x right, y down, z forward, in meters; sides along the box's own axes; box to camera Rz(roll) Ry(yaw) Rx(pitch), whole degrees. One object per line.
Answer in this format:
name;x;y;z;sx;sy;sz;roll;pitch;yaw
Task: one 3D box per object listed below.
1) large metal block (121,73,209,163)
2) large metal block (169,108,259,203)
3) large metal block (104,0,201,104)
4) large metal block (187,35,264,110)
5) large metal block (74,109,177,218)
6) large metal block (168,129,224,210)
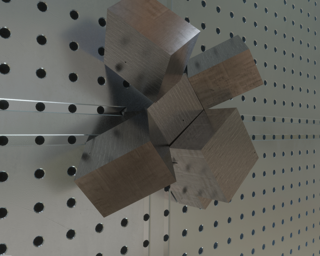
large metal block;0.011;-0.013;0.401;0.080;0.050;0.080;-46;117;-30
large metal block;0.069;0.031;0.383;0.080;0.050;0.080;-45;118;-32
large metal block;-0.013;-0.087;0.341;0.080;0.080;0.050;39;59;10
large metal block;0.085;-0.078;0.422;0.050;0.080;0.080;59;17;-23
large metal block;-0.034;0.033;0.324;0.080;0.080;0.050;-28;113;8
large metal block;0.049;0.052;0.432;0.080;0.050;0.080;-45;116;-32
